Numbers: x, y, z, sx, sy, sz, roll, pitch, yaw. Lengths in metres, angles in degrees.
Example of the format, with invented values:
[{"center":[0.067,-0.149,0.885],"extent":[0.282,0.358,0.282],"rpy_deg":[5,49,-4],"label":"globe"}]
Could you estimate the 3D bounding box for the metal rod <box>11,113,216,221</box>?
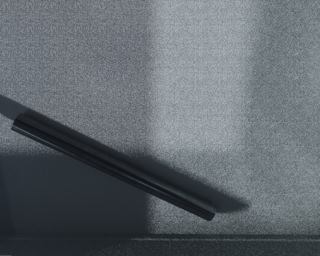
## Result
[{"center":[-0.056,0.059,0.432],"extent":[0.301,0.025,0.025],"rpy_deg":[27,108,-10],"label":"metal rod"}]
